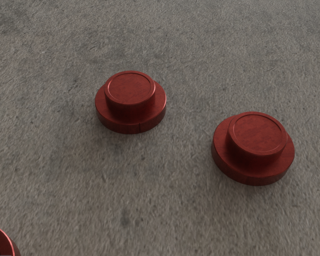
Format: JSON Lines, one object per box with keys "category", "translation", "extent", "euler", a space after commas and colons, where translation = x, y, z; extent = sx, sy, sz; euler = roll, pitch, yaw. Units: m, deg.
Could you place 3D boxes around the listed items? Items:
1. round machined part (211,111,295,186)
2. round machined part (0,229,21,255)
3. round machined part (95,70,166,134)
{"category": "round machined part", "translation": [0.115, 0.018, 0.379], "extent": [0.099, 0.042, 0.098], "euler": [0, 50, 0]}
{"category": "round machined part", "translation": [-0.173, 0.138, 0.274], "extent": [0.099, 0.042, 0.098], "euler": [0, 50, 0]}
{"category": "round machined part", "translation": [-0.040, -0.042, 0.427], "extent": [0.099, 0.042, 0.098], "euler": [0, 50, 0]}
